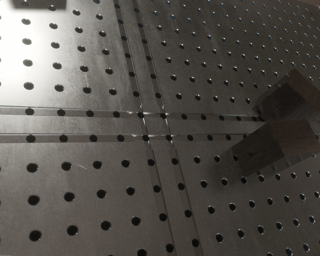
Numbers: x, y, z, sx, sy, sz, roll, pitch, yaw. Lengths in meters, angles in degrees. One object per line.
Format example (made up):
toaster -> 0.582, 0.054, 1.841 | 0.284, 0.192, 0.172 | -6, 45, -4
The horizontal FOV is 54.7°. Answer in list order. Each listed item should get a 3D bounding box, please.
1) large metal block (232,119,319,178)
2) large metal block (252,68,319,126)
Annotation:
large metal block -> 0.167, 0.030, 0.447 | 0.081, 0.080, 0.050 | -4, 64, -30
large metal block -> 0.217, -0.038, 0.516 | 0.080, 0.080, 0.050 | 43, 51, 0
